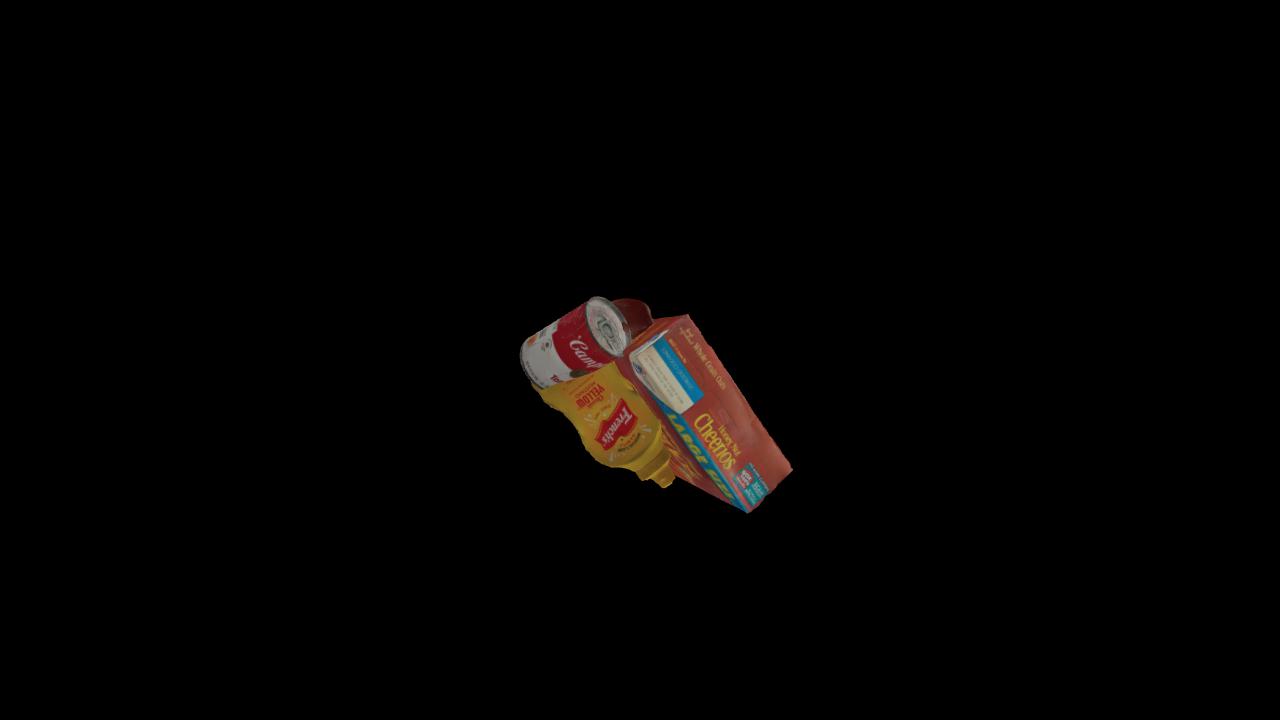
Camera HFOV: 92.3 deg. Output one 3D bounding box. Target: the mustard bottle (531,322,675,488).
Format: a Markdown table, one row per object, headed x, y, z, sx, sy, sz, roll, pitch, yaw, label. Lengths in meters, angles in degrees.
| x | y | z | sx | sy | sz | roll | pitch | yaw | label |
| --- | --- | --- | --- | --- | --- | --- | --- | --- | --- |
| -0.026 | 0.063 | 0.659 | 0.092 | 0.184 | 0.054 | -40 | 1 | 1 | mustard bottle |

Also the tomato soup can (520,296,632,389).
| x | y | z | sx | sy | sz | roll | pitch | yaw | label |
| --- | --- | --- | --- | --- | --- | --- | --- | --- | --- |
| -0.068 | -0.014 | 0.639 | 0.101 | 0.068 | 0.068 | -27 | -15 | 31 | tomato soup can |

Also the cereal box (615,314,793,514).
| x | y | z | sx | sy | sz | roll | pitch | yaw | label |
| --- | --- | --- | --- | --- | --- | --- | --- | --- | --- |
| 0.028 | 0.052 | 0.740 | 0.081 | 0.203 | 0.306 | -39 | 13 | -14 | cereal box |

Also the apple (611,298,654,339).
| x | y | z | sx | sy | sz | roll | pitch | yaw | label |
| --- | --- | --- | --- | --- | --- | --- | --- | --- | --- |
| -0.021 | -0.027 | 0.679 | 0.093 | 0.079 | 0.079 | -15 | 2 | -6 | apple |
